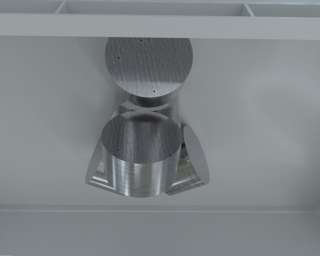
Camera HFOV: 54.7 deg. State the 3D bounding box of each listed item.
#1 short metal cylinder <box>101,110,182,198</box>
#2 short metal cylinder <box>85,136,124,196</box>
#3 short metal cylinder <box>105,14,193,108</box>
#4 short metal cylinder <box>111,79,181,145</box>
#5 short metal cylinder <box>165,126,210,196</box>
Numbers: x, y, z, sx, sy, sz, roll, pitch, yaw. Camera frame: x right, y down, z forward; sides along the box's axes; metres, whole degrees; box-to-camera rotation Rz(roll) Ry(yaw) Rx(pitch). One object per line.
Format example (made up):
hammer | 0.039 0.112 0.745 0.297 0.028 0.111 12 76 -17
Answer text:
short metal cylinder | -0.019 0.025 0.326 0.081 0.080 0.050 2 130 -2
short metal cylinder | -0.058 0.043 0.406 0.050 0.080 0.080 23 126 -18
short metal cylinder | -0.011 -0.064 0.308 0.081 0.080 0.050 3 173 -3
short metal cylinder | -0.016 -0.018 0.373 0.081 0.050 0.079 0 130 0
short metal cylinder | 0.026 0.043 0.408 0.050 0.080 0.080 -22 127 18
